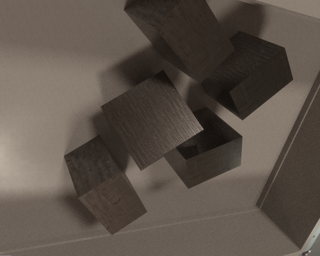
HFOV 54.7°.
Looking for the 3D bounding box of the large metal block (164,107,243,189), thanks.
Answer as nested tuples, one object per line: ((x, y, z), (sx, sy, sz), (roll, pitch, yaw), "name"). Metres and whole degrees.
((0.052, 0.024, 0.417), (0.081, 0.080, 0.050), (-21, 128, -17), "large metal block")

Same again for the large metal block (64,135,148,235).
((-0.067, 0.069, 0.380), (0.050, 0.080, 0.080), (-32, 129, -8), "large metal block")

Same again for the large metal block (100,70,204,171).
((-0.010, -0.006, 0.357), (0.080, 0.080, 0.050), (-32, 173, -8), "large metal block")

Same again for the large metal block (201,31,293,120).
((0.102, -0.068, 0.389), (0.080, 0.080, 0.050), (-39, 130, -3), "large metal block")

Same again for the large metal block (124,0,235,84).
((0.019, -0.102, 0.321), (0.050, 0.080, 0.080), (-45, 130, 3), "large metal block")
